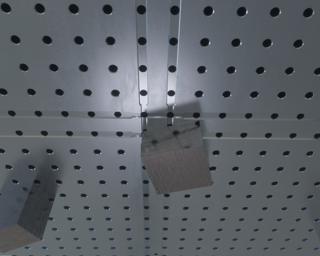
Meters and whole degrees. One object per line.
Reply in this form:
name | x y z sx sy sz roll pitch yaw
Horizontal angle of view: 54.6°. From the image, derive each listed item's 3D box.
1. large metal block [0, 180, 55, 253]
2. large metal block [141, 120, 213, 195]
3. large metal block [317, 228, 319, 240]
large metal block | -0.225 0.141 0.493 0.080 0.080 0.050 -23 127 18
large metal block | 0.025 0.042 0.431 0.080 0.050 0.080 -12 129 9
large metal block | 0.329 0.202 0.549 0.050 0.080 0.080 -4 130 3
